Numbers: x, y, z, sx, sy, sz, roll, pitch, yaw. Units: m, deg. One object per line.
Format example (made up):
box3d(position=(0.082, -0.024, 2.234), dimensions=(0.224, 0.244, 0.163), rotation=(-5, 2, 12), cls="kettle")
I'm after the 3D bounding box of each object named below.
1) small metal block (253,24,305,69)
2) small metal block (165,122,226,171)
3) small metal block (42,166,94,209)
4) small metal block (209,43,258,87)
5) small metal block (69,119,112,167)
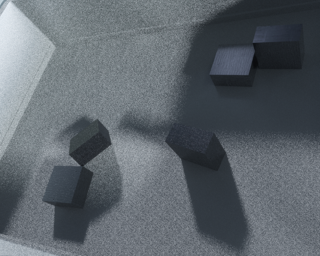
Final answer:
box3d(position=(0.144, -0.096, 0.373), dimensions=(0.050, 0.050, 0.025), rotation=(6, 65, 31), cls="small metal block")
box3d(position=(0.041, 0.022, 0.354), dimensions=(0.050, 0.050, 0.025), rotation=(16, 70, 34), cls="small metal block")
box3d(position=(-0.124, 0.079, 0.420), dimensions=(0.050, 0.025, 0.050), rotation=(-3, 61, 26), cls="small metal block")
box3d(position=(0.098, -0.082, 0.404), dimensions=(0.050, 0.025, 0.050), rotation=(6, 65, 30), cls="small metal block")
box3d(position=(-0.097, 0.019, 0.431), dimensions=(0.050, 0.025, 0.050), rotation=(-38, 25, 2), cls="small metal block")
